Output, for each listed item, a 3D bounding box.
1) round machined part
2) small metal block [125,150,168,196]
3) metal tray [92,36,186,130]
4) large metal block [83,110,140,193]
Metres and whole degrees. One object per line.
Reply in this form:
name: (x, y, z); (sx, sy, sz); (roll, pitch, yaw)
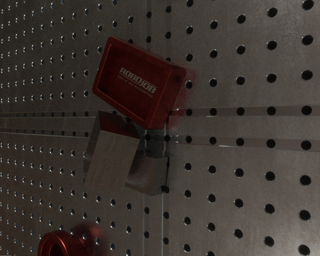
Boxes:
round machined part: (-0.165, 0.224, 0.531); (0.098, 0.042, 0.097); (0, 90, 39)
small metal block: (-0.019, 0.060, 0.423); (0.050, 0.025, 0.050); (11, 97, 39)
metal tray: (-0.035, -0.065, 0.432); (0.130, 0.030, 0.089); (34, 111, 34)
large metal block: (-0.069, 0.030, 0.424); (0.080, 0.050, 0.079); (-122, 49, -66)
